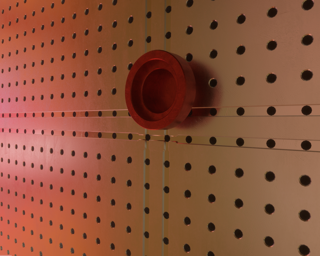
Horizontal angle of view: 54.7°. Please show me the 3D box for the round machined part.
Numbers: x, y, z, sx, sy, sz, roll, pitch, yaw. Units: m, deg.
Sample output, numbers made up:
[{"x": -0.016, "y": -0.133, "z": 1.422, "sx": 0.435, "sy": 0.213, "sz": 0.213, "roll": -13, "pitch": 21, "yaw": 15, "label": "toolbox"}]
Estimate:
[{"x": 0.005, "y": -0.046, "z": 0.393, "sx": 0.098, "sy": 0.042, "sz": 0.097, "roll": 0, "pitch": 90, "yaw": 39, "label": "round machined part"}]
